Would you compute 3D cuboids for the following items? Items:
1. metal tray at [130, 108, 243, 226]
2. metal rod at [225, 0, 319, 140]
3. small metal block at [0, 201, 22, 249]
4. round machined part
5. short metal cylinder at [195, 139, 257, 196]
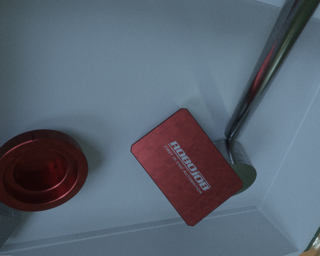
[{"bbox_3d":[0.034,0.050,0.409,0.090,0.030,0.130,-37,92,-4],"label":"metal tray"},{"bbox_3d":[0.113,-0.054,0.346,0.025,0.025,0.299,-27,158,-12],"label":"metal rod"},{"bbox_3d":[-0.203,0.114,0.369,0.050,0.025,0.050,32,100,-39],"label":"small metal block"},{"bbox_3d":[-0.136,0.043,0.351,0.099,0.042,0.097,-14,125,-21],"label":"round machined part"},{"bbox_3d":[0.099,0.063,0.474,0.081,0.050,0.079,-7,133,-8],"label":"short metal cylinder"}]
